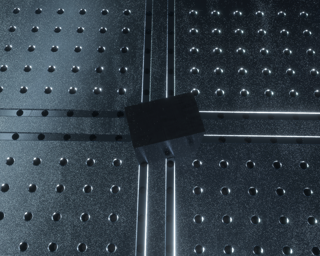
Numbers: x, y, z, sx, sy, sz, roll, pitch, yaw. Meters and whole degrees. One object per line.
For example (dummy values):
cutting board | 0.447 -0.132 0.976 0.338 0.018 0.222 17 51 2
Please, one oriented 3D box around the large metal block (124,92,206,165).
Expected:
large metal block | 0.005 0.004 0.381 0.080 0.080 0.050 -13 71 -5
